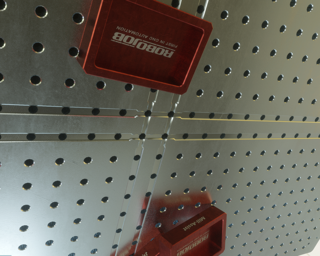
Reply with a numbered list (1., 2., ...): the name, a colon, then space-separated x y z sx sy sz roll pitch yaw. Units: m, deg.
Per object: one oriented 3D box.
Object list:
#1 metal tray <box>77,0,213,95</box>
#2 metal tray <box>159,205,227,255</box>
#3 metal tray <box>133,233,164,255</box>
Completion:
1. metal tray: -0.014 -0.093 0.341 0.131 0.030 0.089 8 114 -32
2. metal tray: 0.059 0.201 0.534 0.131 0.030 0.089 -18 117 -35
3. metal tray: -0.019 0.255 0.554 0.130 0.030 0.090 -39 129 -2
